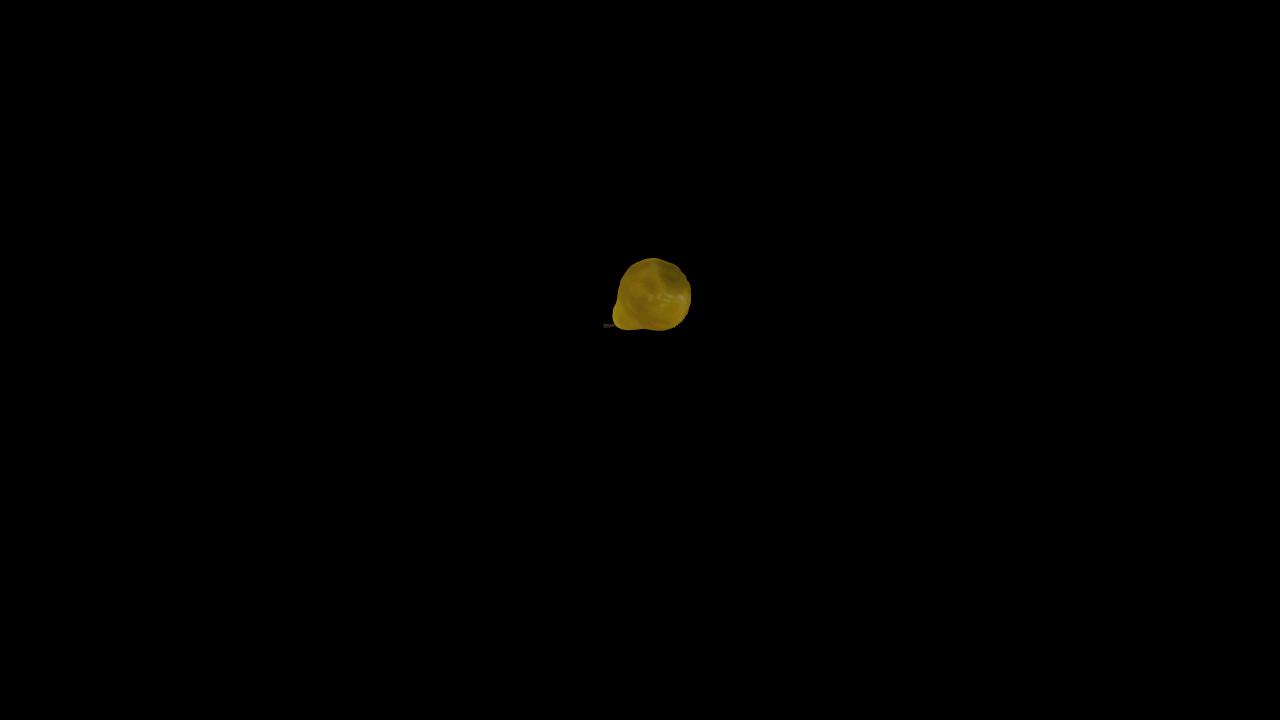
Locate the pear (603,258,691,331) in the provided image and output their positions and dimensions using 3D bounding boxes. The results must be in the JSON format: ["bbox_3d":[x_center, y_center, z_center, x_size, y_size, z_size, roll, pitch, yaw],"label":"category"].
[{"bbox_3d":[0.004,-0.056,0.663,0.080,0.080,0.111,0,-31,-35],"label":"pear"}]
